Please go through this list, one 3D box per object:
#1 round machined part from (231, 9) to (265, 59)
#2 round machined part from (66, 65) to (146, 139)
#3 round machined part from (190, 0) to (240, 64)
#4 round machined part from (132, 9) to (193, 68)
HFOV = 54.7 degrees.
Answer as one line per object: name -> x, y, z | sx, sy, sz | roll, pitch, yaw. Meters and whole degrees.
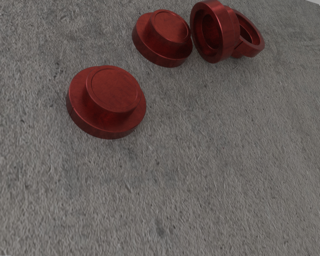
round machined part -> 0.139, -0.165, 0.562 | 0.099, 0.042, 0.098 | 22, 48, -26
round machined part -> -0.062, -0.038, 0.383 | 0.099, 0.042, 0.098 | 14, 56, -21
round machined part -> 0.091, -0.157, 0.497 | 0.042, 0.098, 0.098 | -23, 73, -15
round machined part -> 0.009, -0.147, 0.487 | 0.099, 0.042, 0.098 | 14, 56, -21
